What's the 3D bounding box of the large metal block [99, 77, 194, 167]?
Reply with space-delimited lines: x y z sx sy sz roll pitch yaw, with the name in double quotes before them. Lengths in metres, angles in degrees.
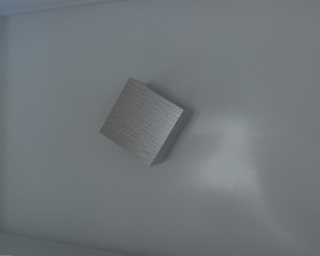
"large metal block" -0.017 -0.008 0.400 0.080 0.050 0.080 33 100 16
